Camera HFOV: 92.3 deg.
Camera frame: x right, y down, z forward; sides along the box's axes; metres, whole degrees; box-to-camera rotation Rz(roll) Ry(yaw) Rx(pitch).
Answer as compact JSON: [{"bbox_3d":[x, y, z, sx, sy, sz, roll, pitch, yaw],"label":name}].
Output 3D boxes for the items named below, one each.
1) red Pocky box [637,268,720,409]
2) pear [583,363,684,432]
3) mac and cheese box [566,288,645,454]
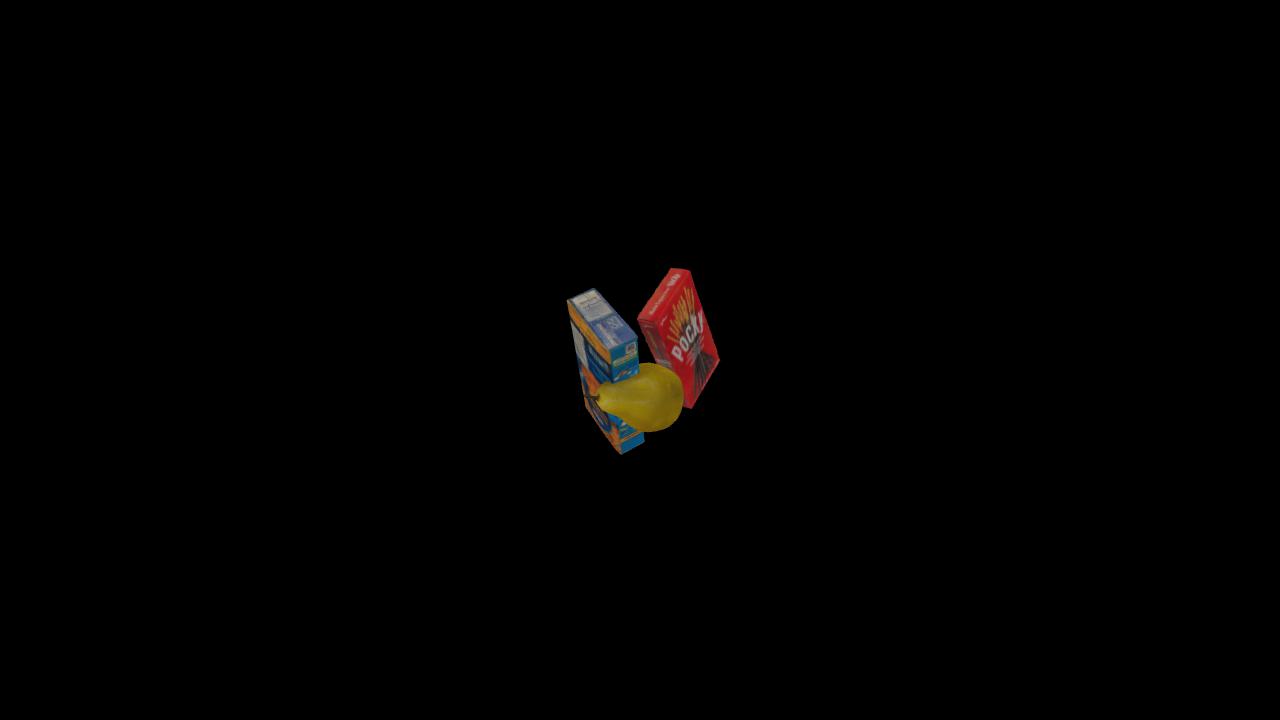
[{"bbox_3d":[0.048,-0.021,0.703,0.028,0.083,0.155,14,-33,33],"label":"red Pocky box"},{"bbox_3d":[-0.012,0.041,0.650,0.111,0.080,0.080,1,0,-22],"label":"pear"},{"bbox_3d":[-0.036,0.017,0.690,0.041,0.184,0.093,-27,52,-20],"label":"mac and cheese box"}]
